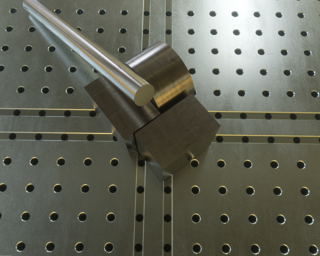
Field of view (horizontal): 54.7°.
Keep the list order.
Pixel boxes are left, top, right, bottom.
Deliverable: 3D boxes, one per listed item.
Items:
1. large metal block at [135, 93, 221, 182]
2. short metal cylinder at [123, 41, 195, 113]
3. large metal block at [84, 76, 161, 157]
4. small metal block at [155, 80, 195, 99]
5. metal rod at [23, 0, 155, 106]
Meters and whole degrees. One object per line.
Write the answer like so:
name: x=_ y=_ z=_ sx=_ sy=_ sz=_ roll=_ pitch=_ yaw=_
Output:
large metal block: x=0.020 y=0.015 z=0.375 sx=0.080 sy=0.080 sz=0.050 roll=-36 pitch=74 yaw=-12
short metal cylinder: x=-0.003 y=-0.057 z=0.376 sx=0.050 sy=0.080 sz=0.080 roll=-35 pitch=74 yaw=-12
large metal block: x=-0.044 y=-0.018 z=0.389 sx=0.050 sy=0.080 sz=0.080 roll=-36 pitch=74 yaw=-12
small metal block: x=0.012 y=-0.050 z=0.431 sx=0.050 sy=0.025 sz=0.050 roll=-40 pitch=75 yaw=-14
metal rod: x=-0.108 y=-0.113 z=0.396 sx=0.025 sy=0.025 sz=0.300 roll=-40 pitch=54 yaw=-13
